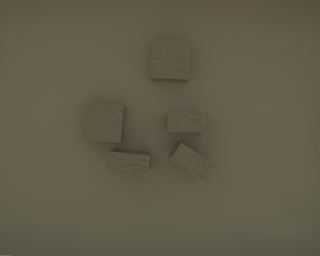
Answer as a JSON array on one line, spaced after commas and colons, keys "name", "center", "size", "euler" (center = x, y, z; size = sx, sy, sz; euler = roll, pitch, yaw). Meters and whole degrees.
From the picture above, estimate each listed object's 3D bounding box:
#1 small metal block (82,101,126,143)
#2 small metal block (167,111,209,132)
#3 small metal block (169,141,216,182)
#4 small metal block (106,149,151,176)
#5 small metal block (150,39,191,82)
[{"name": "small metal block", "center": [-0.074, -0.007, 0.410], "size": [0.050, 0.025, 0.050], "euler": [5, 90, -1]}, {"name": "small metal block", "center": [0.034, -0.008, 0.399], "size": [0.050, 0.050, 0.025], "euler": [0, 90, -1]}, {"name": "small metal block", "center": [0.040, 0.041, 0.400], "size": [0.050, 0.050, 0.025], "euler": [33, 90, -1]}, {"name": "small metal block", "center": [-0.039, 0.043, 0.398], "size": [0.050, 0.050, 0.025], "euler": [6, 90, -1]}, {"name": "small metal block", "center": [0.014, -0.089, 0.412], "size": [0.050, 0.025, 0.050], "euler": [2, 90, -1]}]
